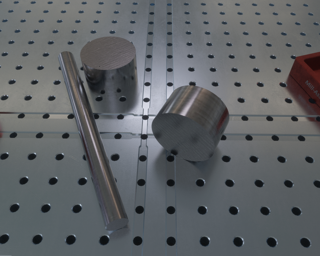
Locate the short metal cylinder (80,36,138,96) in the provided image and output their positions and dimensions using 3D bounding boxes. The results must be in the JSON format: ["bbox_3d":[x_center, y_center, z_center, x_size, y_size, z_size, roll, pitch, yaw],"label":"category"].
[{"bbox_3d":[-0.075,-0.095,0.470,0.081,0.050,0.080,0,50,0],"label":"short metal cylinder"}]

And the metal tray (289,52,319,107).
[{"bbox_3d":[0.269,-0.063,0.458,0.091,0.030,0.130,-14,51,-12],"label":"metal tray"}]

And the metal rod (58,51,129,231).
[{"bbox_3d":[-0.098,-0.007,0.412,0.025,0.025,0.300,-16,52,-13],"label":"metal rod"}]

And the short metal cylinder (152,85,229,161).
[{"bbox_3d":[0.037,-0.005,0.376,0.080,0.080,0.050,21,53,17],"label":"short metal cylinder"}]
